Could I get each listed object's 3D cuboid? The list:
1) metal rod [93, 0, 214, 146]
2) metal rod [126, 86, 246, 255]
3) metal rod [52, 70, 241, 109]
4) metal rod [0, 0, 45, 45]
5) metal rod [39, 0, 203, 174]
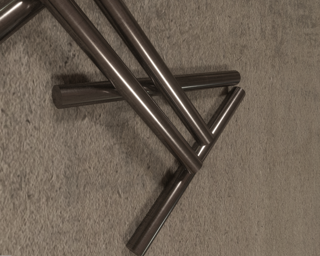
[{"bbox_3d":[-0.019,-0.089,0.356,0.300,0.025,0.025,52,60,-28],"label":"metal rod"},{"bbox_3d":[0.050,0.046,0.448,0.301,0.025,0.025,-53,121,-27],"label":"metal rod"},{"bbox_3d":[0.008,-0.057,0.413,0.302,0.025,0.025,-13,98,-40],"label":"metal rod"},{"bbox_3d":[-0.104,-0.152,0.317,0.025,0.025,0.301,51,60,-28],"label":"metal rod"},{"bbox_3d":[-0.038,-0.050,0.340,0.300,0.025,0.025,50,60,-29],"label":"metal rod"}]
